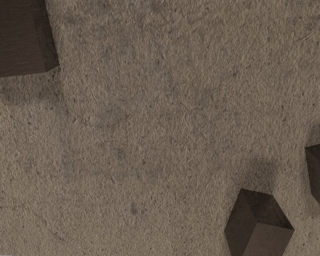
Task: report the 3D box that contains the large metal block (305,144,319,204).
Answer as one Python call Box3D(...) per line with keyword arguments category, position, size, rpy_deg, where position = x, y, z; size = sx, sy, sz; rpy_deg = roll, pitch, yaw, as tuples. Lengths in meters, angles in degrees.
Box3D(category="large metal block", position=(0.254, 0.062, 0.423), size=(0.080, 0.050, 0.080), rpy_deg=(-15, 110, 5))

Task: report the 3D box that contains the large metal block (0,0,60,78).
Box3D(category="large metal block", position=(-0.172, -0.103, 0.356), size=(0.080, 0.050, 0.079), rpy_deg=(-6, 110, 2))

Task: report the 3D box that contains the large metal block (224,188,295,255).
Box3D(category="large metal block", position=(0.135, 0.145, 0.436), size=(0.050, 0.080, 0.079), rpy_deg=(13, 110, -5))
